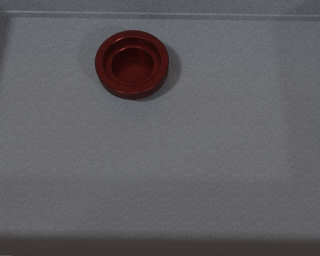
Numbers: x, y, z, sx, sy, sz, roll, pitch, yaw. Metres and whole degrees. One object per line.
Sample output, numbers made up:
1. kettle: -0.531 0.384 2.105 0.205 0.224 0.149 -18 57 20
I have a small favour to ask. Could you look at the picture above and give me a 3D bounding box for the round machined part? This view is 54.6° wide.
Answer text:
1. round machined part: -0.037 -0.083 0.431 0.099 0.042 0.098 0 70 0
